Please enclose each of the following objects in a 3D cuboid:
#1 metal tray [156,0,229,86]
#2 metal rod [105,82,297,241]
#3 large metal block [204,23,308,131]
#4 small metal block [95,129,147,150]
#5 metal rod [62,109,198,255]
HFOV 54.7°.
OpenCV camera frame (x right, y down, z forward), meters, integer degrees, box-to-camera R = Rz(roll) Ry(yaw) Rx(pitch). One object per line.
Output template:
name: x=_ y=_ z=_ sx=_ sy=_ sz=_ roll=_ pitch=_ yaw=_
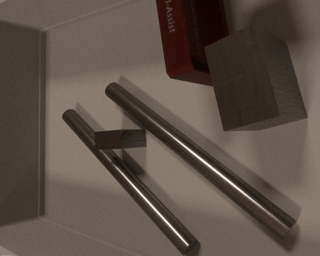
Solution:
metal tray: x=0.038 y=-0.115 z=0.331 sx=0.030 sy=0.091 sz=0.129 roll=-13 pitch=82 yaw=39
metal rod: x=0.027 y=0.022 z=0.382 sx=0.300 sy=0.025 sz=0.025 roll=39 pitch=114 yaw=33
large metal block: x=0.093 y=-0.042 z=0.294 sx=0.050 sy=0.081 sz=0.080 roll=-19 pitch=78 yaw=38
small metal block: x=-0.055 y=0.016 z=0.434 sx=0.050 sy=0.050 sz=0.025 roll=-5 pitch=87 yaw=39
metal rod: x=-0.060 y=0.061 z=0.453 sx=0.300 sy=0.025 sz=0.025 roll=41 pitch=115 yaw=32
